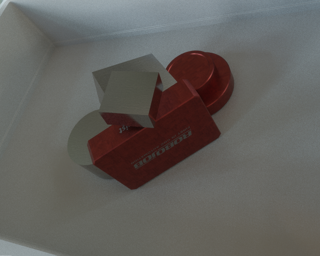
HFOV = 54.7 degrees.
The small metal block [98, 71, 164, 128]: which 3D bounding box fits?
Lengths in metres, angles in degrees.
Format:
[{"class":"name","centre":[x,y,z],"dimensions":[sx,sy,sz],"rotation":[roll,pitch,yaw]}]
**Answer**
[{"class":"small metal block","centre":[-0.028,-0.029,0.313],"dimensions":[0.050,0.025,0.050],"rotation":[4,62,15]}]

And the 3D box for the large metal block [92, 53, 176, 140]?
[{"class":"large metal block","centre":[-0.027,-0.039,0.379],"dimensions":[0.081,0.050,0.080],"rotation":[-22,49,-16]}]

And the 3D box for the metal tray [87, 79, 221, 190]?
[{"class":"metal tray","centre":[-0.003,0.013,0.354],"dimensions":[0.130,0.090,0.030],"rotation":[-33,51,6]}]

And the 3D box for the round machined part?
[{"class":"round machined part","centre":[0.044,-0.063,0.407],"dimensions":[0.098,0.042,0.098],"rotation":[-13,56,20]}]

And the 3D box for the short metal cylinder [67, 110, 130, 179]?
[{"class":"short metal cylinder","centre":[-0.074,0.022,0.411],"dimensions":[0.080,0.050,0.080],"rotation":[-13,56,20]}]
